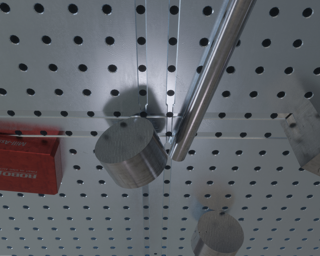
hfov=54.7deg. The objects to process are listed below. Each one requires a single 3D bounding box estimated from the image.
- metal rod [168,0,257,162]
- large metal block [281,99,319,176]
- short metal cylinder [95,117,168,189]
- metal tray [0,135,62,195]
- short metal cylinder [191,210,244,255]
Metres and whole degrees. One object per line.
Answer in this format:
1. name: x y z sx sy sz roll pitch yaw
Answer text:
1. metal rod: 0.062 -0.071 0.351 0.025 0.025 0.298 11 129 -10
2. large metal block: 0.213 0.020 0.394 0.080 0.080 0.050 23 126 -19
3. short metal cylinder: -0.036 0.031 0.402 0.080 0.080 0.050 -16 128 13
4. metal tray: -0.215 0.053 0.452 0.131 0.030 0.089 6 130 -6
5. short metal cylinder: 0.099 0.193 0.540 0.081 0.080 0.050 7 130 -6
